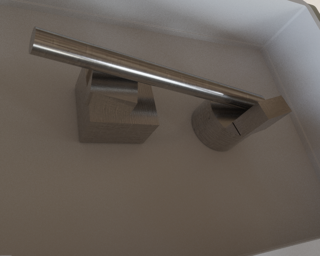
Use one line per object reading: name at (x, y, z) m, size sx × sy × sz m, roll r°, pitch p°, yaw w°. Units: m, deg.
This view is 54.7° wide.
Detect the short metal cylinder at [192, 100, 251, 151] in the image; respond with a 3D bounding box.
short metal cylinder at (0.094, -0.013, 0.448) m, size 0.081 × 0.050 × 0.080 m, roll 14°, pitch 56°, yaw -21°

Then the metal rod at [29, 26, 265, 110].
metal rod at (0.012, -0.056, 0.356) m, size 0.302 × 0.025 × 0.025 m, roll 10°, pitch 57°, yaw -32°

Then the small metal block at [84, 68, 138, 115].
small metal block at (-0.052, -0.047, 0.341) m, size 0.050 × 0.025 × 0.050 m, roll 12°, pitch 56°, yaw -22°

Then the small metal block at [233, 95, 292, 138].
small metal block at (0.133, -0.015, 0.405) m, size 0.050 × 0.050 × 0.025 m, roll -16°, pitch 70°, yaw -35°

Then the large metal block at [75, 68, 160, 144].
large metal block at (-0.054, -0.028, 0.375) m, size 0.081 × 0.050 × 0.080 m, roll 3°, pitch 61°, yaw -27°
